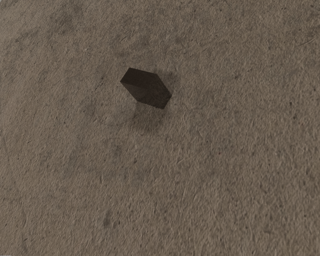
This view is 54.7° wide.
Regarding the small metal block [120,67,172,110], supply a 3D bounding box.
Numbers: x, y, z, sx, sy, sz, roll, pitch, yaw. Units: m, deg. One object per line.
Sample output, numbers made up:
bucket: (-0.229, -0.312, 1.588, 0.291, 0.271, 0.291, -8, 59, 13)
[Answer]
small metal block: (-0.019, -0.055, 0.430, 0.050, 0.050, 0.025, 20, 73, 35)
